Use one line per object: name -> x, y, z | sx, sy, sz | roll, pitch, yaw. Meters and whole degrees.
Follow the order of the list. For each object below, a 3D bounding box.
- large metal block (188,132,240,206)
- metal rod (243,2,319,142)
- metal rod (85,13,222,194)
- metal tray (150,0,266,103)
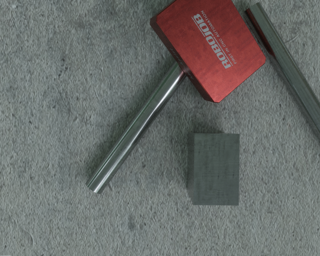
large metal block -> 0.063, 0.046, 0.383 | 0.050, 0.080, 0.079 | 1, 90, 0
metal rod -> 0.199, -0.031, 0.412 | 0.025, 0.025, 0.299 | -31, 90, 0
metal rod -> 0.000, -0.042, 0.409 | 0.025, 0.025, 0.299 | 36, 90, -1
metal tray -> 0.062, -0.107, 0.384 | 0.090, 0.030, 0.130 | -41, 109, -5
